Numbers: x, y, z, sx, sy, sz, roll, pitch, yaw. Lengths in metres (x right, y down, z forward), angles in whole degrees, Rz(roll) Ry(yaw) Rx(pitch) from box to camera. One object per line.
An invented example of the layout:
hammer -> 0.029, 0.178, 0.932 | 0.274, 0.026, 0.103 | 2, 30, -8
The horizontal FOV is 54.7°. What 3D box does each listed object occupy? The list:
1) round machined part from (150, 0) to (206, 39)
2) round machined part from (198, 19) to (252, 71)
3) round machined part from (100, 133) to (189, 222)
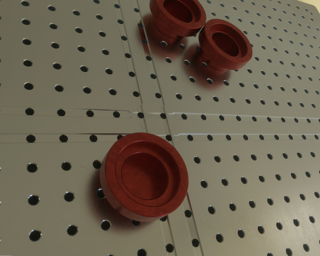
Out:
round machined part -> 0.027, -0.194, 0.532 | 0.099, 0.042, 0.098 | 14, 56, -21
round machined part -> 0.109, -0.141, 0.544 | 0.099, 0.042, 0.098 | 14, 56, -21
round machined part -> -0.020, 0.058, 0.352 | 0.099, 0.042, 0.098 | 14, 56, -21
